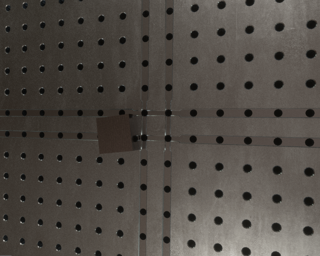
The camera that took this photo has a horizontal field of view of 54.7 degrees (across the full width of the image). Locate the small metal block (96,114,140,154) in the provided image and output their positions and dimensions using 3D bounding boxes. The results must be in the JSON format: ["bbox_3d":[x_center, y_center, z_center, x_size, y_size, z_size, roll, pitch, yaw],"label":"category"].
[{"bbox_3d":[-0.058,0.008,0.432,0.050,0.025,0.050,-7,88,19],"label":"small metal block"}]
